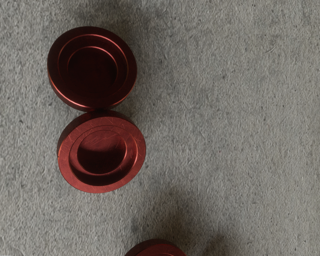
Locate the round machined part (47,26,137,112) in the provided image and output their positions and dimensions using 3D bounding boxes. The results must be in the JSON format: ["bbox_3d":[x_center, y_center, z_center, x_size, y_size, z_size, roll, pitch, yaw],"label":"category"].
[{"bbox_3d":[-0.079,-0.065,0.364,0.099,0.042,0.098,4,77,-18],"label":"round machined part"}]

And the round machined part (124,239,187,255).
[{"bbox_3d":[-0.010,0.190,0.396,0.099,0.042,0.097,0,90,-20],"label":"round machined part"}]

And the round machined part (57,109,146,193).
[{"bbox_3d":[-0.070,0.024,0.362,0.099,0.042,0.097,-9,116,-19],"label":"round machined part"}]
